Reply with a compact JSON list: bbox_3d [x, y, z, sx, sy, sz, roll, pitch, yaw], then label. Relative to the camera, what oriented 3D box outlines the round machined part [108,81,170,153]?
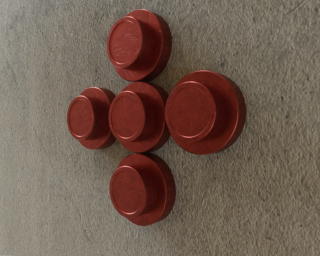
[{"bbox_3d":[-0.032,-0.015,0.420,0.098,0.042,0.097,0,90,39],"label":"round machined part"}]

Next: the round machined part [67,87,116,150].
[{"bbox_3d":[-0.108,-0.015,0.481,0.098,0.042,0.097,0,90,39],"label":"round machined part"}]

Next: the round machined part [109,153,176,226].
[{"bbox_3d":[-0.030,0.083,0.418,0.098,0.042,0.097,0,90,39],"label":"round machined part"}]

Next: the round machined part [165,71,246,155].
[{"bbox_3d":[0.044,-0.018,0.357,0.098,0.042,0.097,0,90,39],"label":"round machined part"}]

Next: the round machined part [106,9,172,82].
[{"bbox_3d":[-0.035,-0.112,0.422,0.098,0.042,0.097,0,90,39],"label":"round machined part"}]
